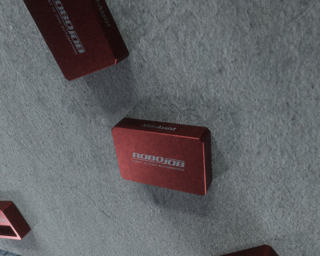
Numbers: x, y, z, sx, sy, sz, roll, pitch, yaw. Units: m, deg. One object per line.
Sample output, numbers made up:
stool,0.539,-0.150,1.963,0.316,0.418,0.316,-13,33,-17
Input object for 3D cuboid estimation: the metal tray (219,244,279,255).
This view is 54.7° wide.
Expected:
metal tray,0.136,0.234,0.475,0.130,0.030,0.090,-35,100,38

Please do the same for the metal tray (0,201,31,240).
metal tray,-0.376,0.216,0.731,0.130,0.030,0.090,-9,114,31

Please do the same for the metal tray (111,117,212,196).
metal tray,0.003,0.038,0.424,0.130,0.030,0.089,7,122,24

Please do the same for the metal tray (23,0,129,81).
metal tray,-0.105,-0.131,0.376,0.090,0.030,0.129,-12,113,33
